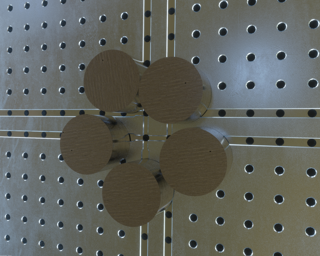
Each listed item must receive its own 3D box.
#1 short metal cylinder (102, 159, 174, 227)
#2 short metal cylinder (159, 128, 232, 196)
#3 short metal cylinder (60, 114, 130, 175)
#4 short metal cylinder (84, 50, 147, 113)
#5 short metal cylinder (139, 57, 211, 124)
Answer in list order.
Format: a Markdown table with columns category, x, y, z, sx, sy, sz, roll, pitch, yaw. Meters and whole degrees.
| category | x | y | z | sx | sy | sz | roll | pitch | yaw |
| --- | --- | --- | --- | --- | --- | --- | --- | --- | --- |
| short metal cylinder | -0.028 | 0.083 | 0.408 | 0.080 | 0.050 | 0.080 | 0 | 90 | 20 |
| short metal cylinder | 0.046 | 0.039 | 0.382 | 0.080 | 0.050 | 0.079 | 1 | 92 | 19 |
| short metal cylinder | -0.089 | 0.021 | 0.431 | 0.080 | 0.050 | 0.079 | 0 | 90 | 20 |
| short metal cylinder | -0.054 | -0.060 | 0.418 | 0.080 | 0.050 | 0.079 | 0 | 90 | 19 |
| short metal cylinder | 0.020 | -0.045 | 0.391 | 0.080 | 0.050 | 0.079 | 0 | 90 | 20 |
